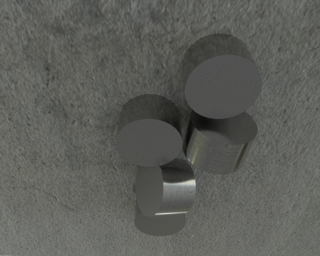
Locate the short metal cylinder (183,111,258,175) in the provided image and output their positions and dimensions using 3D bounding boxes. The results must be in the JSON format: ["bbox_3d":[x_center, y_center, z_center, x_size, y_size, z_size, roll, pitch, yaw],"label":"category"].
[{"bbox_3d":[0.072,0.011,0.382,0.081,0.080,0.050,6,130,-6],"label":"short metal cylinder"}]

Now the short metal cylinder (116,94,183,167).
[{"bbox_3d":[-0.013,0.004,0.394,0.081,0.050,0.079,0,130,0],"label":"short metal cylinder"}]

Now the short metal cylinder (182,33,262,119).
[{"bbox_3d":[0.066,-0.057,0.344,0.081,0.050,0.079,0,130,0],"label":"short metal cylinder"}]

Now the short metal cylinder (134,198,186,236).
[{"bbox_3d":[0.000,0.132,0.504,0.081,0.050,0.079,0,130,0],"label":"short metal cylinder"}]

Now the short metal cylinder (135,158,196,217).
[{"bbox_3d":[0.006,0.082,0.433,0.050,0.080,0.079,6,133,-30],"label":"short metal cylinder"}]
